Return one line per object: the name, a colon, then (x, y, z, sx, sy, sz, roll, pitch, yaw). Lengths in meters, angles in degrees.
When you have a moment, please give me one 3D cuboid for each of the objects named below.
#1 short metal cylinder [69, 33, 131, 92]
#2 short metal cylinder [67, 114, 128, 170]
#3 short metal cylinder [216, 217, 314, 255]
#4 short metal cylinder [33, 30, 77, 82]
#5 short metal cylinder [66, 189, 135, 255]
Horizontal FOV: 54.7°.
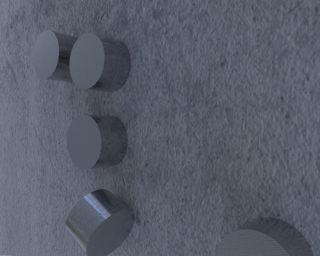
short metal cylinder: (-0.089, -0.095, 0.460, 0.080, 0.050, 0.079, 0, 90, 39)
short metal cylinder: (-0.094, 0.020, 0.464, 0.080, 0.050, 0.079, 0, 90, 39)
short metal cylinder: (0.102, 0.133, 0.303, 0.080, 0.050, 0.079, 0, 90, 39)
short metal cylinder: (-0.172, -0.121, 0.528, 0.080, 0.050, 0.079, 0, 90, 39)
short metal cylinder: (-0.083, 0.134, 0.435, 0.050, 0.081, 0.079, 33, 110, 35)
